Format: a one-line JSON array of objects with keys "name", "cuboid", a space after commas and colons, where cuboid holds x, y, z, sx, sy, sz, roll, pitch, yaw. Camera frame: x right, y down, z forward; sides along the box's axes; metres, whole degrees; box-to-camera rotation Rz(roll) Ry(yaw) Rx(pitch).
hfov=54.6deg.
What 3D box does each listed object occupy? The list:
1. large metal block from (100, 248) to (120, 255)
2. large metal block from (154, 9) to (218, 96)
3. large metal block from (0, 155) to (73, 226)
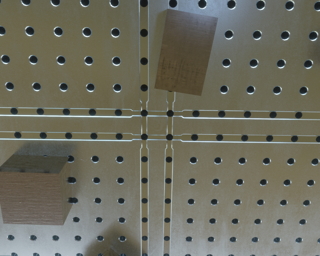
[{"name": "large metal block", "cuboid": [-0.082, 0.254, 0.493, 0.080, 0.050, 0.080, -42, 105, 14]}, {"name": "large metal block", "cuboid": [0.026, -0.088, 0.352, 0.050, 0.080, 0.079, 9, 110, -3]}, {"name": "large metal block", "cuboid": [-0.170, 0.085, 0.430, 0.080, 0.050, 0.079, 2, 110, -1]}]
